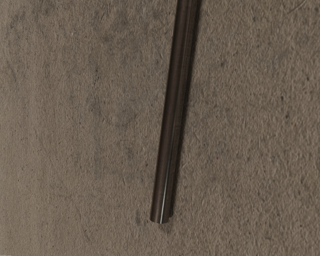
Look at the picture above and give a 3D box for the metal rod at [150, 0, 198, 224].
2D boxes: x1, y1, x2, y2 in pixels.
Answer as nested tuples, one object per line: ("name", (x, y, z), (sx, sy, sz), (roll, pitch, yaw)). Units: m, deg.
("metal rod", (0.017, -0.028, 0.388), (0.025, 0.025, 0.298), (12, 98, 39))
